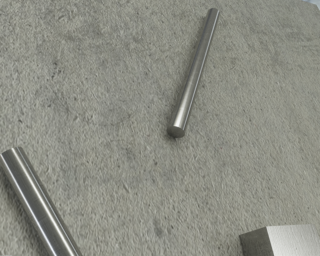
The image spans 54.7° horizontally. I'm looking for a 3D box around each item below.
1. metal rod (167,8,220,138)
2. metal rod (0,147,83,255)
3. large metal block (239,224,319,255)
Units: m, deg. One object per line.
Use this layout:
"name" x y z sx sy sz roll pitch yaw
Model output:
"metal rod" 0.062 -0.107 0.504 0.025 0.025 0.300 28 52 -11
"metal rod" -0.067 0.147 0.278 0.025 0.025 0.299 -25 76 -37
"large metal block" 0.152 0.163 0.372 0.081 0.050 0.080 6 59 -25
